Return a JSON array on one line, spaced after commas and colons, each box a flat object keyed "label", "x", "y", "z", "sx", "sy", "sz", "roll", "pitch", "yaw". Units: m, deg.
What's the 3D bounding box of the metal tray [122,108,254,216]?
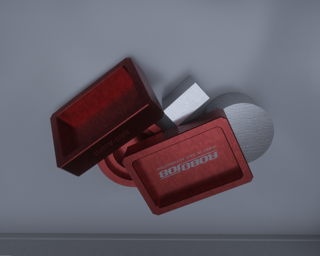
[{"label": "metal tray", "x": 0.033, "y": 0.043, "z": 0.372, "sx": 0.130, "sy": 0.030, "sz": 0.090, "roll": -24, "pitch": 108, "yaw": 12}]

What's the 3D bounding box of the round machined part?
[{"label": "round machined part", "x": -0.033, "y": 0.026, "z": 0.411, "sx": 0.099, "sy": 0.042, "sz": 0.097, "roll": 0, "pitch": 110, "yaw": -1}]

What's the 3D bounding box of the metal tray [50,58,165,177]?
[{"label": "metal tray", "x": -0.068, "y": -0.014, "z": 0.367, "sx": 0.130, "sy": 0.090, "sz": 0.030, "roll": -35, "pitch": 138, "yaw": 11}]

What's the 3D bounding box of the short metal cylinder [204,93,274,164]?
[{"label": "short metal cylinder", "x": 0.097, "y": 0.000, "z": 0.397, "sx": 0.081, "sy": 0.050, "sz": 0.079, "roll": 0, "pitch": 110, "yaw": -1}]

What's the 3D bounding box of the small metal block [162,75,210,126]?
[{"label": "small metal block", "x": 0.030, "y": -0.035, "z": 0.383, "sx": 0.050, "sy": 0.050, "sz": 0.025, "roll": -41, "pitch": 105, "yaw": 12}]
